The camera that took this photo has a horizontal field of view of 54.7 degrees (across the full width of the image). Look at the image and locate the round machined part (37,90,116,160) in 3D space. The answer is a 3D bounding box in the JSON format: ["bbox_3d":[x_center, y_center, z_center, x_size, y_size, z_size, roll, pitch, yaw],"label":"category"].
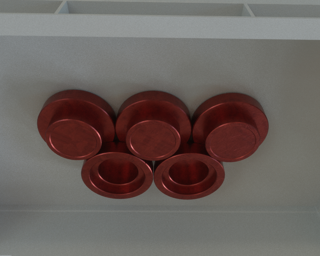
[{"bbox_3d":[-0.107,0.003,0.396,0.099,0.042,0.097,-1,129,-1],"label":"round machined part"}]

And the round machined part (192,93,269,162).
[{"bbox_3d":[0.091,0.007,0.401,0.099,0.042,0.097,0,129,0],"label":"round machined part"}]

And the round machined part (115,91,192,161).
[{"bbox_3d":[-0.009,0.004,0.398,0.099,0.042,0.097,0,129,0],"label":"round machined part"}]

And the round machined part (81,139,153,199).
[{"bbox_3d":[-0.058,0.055,0.441,0.099,0.042,0.097,0,130,0],"label":"round machined part"}]

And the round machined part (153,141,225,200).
[{"bbox_3d":[0.040,0.056,0.444,0.099,0.042,0.097,0,130,0],"label":"round machined part"}]
